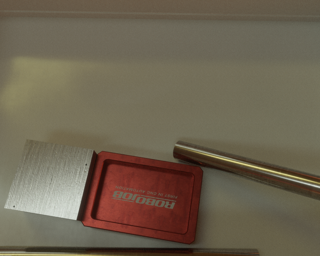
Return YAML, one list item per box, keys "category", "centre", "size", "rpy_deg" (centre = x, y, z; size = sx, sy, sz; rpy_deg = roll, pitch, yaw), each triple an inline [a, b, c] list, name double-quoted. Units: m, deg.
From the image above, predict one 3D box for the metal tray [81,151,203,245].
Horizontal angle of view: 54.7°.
- category: "metal tray"
  centre: [-0.019, 0.084, 0.376]
  size: [0.131, 0.030, 0.090]
  rpy_deg: [9, 70, 3]

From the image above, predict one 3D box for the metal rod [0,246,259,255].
- category: "metal rod"
  centre: [-0.040, 0.150, 0.354]
  size: [0.302, 0.025, 0.025]
  rpy_deg: [1, 70, 0]

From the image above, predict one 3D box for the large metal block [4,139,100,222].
- category: "large metal block"
  centre: [-0.123, 0.064, 0.371]
  size: [0.080, 0.050, 0.080]
  rpy_deg: [9, 70, 3]

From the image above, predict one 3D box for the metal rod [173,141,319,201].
- category: "metal rod"
  centre: [0.150, 0.058, 0.327]
  size: [0.300, 0.025, 0.025]
  rpy_deg: [13, 69, 30]
